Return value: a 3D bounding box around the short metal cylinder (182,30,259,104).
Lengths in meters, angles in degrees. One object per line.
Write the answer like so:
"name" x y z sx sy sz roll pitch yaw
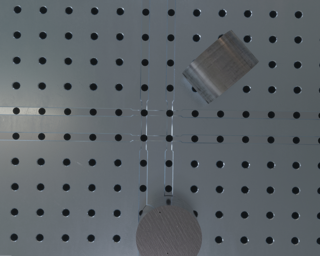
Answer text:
"short metal cylinder" 0.074 -0.075 0.386 0.080 0.080 0.050 -41 90 0

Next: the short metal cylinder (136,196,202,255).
"short metal cylinder" 0.011 0.133 0.401 0.081 0.050 0.079 0 90 0
